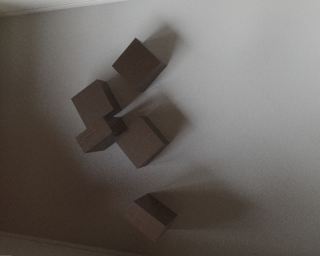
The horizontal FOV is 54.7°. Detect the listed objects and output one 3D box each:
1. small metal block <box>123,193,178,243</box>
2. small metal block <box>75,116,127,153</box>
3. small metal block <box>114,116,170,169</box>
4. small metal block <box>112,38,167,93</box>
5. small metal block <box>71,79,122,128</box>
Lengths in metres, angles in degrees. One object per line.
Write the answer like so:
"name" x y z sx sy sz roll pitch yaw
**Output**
"small metal block" -0.011 0.114 0.401 0.050 0.050 0.025 34 101 17
"small metal block" -0.078 0.009 0.425 0.050 0.050 0.025 -36 79 16
"small metal block" -0.024 0.019 0.419 0.050 0.025 0.050 -44 77 15
"small metal block" -0.028 -0.084 0.420 0.050 0.025 0.050 47 104 14
"small metal block" -0.091 -0.034 0.442 0.050 0.025 0.050 -33 80 17
